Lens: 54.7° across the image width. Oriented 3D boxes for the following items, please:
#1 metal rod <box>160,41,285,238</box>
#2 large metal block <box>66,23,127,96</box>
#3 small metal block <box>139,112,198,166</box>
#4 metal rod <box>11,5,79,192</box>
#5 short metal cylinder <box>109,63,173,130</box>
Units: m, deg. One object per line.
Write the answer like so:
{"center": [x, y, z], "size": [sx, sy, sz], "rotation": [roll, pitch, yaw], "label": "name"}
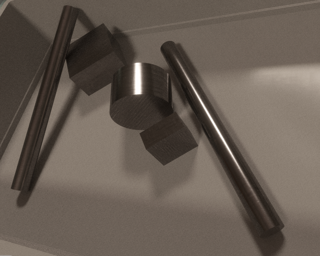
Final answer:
{"center": [0.059, -0.013, 0.381], "size": [0.025, 0.025, 0.299], "rotation": [-30, 52, 9], "label": "metal rod"}
{"center": [-0.106, -0.113, 0.513], "size": [0.080, 0.050, 0.080], "rotation": [-29, 52, 9], "label": "large metal block"}
{"center": [0.012, 0.014, 0.374], "size": [0.050, 0.050, 0.025], "rotation": [-31, 52, 8], "label": "small metal block"}
{"center": [-0.177, -0.052, 0.485], "size": [0.025, 0.025, 0.299], "rotation": [5, 78, 30], "label": "metal rod"}
{"center": [-0.024, -0.039, 0.406], "size": [0.080, 0.080, 0.050], "rotation": [-15, 56, 19], "label": "short metal cylinder"}
